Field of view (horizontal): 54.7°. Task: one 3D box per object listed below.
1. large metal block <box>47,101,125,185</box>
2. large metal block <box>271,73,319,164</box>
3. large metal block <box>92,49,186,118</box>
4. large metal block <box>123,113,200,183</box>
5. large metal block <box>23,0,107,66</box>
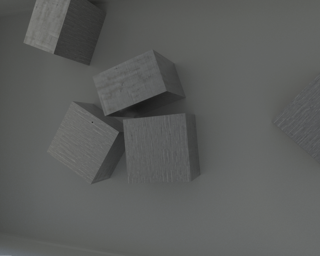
[{"bbox_3d":[-0.095,0.019,0.429,0.080,0.050,0.080,32,100,16],"label":"large metal block"},{"bbox_3d":[0.181,-0.009,0.334,0.080,0.050,0.080,45,104,14],"label":"large metal block"},{"bbox_3d":[-0.023,-0.051,0.388,0.080,0.080,0.050,-20,84,18],"label":"large metal block"},{"bbox_3d":[0.003,0.026,0.395,0.080,0.050,0.080,-5,88,19],"label":"large metal block"},{"bbox_3d":[-0.127,-0.138,0.425,0.050,0.080,0.080,23,97,18],"label":"large metal block"}]
